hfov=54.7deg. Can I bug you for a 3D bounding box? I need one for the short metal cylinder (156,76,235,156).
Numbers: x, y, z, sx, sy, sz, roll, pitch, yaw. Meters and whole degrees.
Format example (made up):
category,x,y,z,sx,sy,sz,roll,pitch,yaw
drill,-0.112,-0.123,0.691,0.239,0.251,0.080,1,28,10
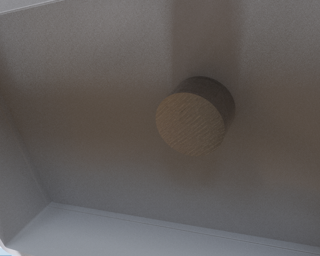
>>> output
category,x,y,z,sx,sy,sz,roll,pitch,yaw
short metal cylinder,0.042,-0.014,0.361,0.080,0.050,0.079,13,124,20
